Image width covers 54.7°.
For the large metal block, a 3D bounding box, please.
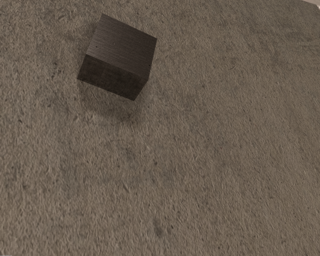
[{"bbox_3d":[-0.056,-0.094,0.416,0.080,0.050,0.080,21,54,-16],"label":"large metal block"}]
